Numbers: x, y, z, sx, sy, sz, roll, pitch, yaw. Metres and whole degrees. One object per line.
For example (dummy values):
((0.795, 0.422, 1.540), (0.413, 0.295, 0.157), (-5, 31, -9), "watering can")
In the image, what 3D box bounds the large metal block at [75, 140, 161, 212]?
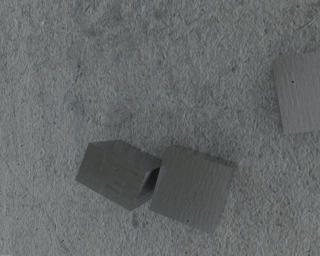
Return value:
((-0.045, 0.055, 0.396), (0.080, 0.080, 0.050), (24, 98, 18), "large metal block")

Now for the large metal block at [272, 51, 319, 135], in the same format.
((0.170, -0.038, 0.336), (0.080, 0.050, 0.080), (-9, 87, 19), "large metal block")

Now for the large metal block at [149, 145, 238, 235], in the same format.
((0.042, 0.071, 0.381), (0.080, 0.050, 0.080), (17, 96, 19), "large metal block")
